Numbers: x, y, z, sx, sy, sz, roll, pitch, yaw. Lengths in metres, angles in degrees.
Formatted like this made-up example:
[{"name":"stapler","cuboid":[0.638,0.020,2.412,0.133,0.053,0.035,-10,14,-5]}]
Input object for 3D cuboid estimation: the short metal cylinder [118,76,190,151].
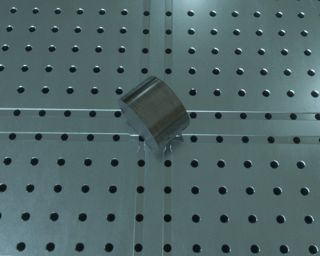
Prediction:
[{"name":"short metal cylinder","cuboid":[-0.008,-0.018,0.388,0.050,0.080,0.080,-39,75,-13]}]
